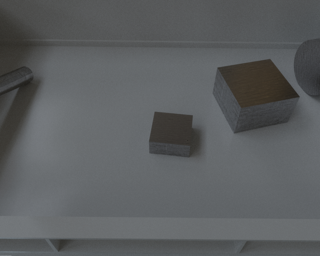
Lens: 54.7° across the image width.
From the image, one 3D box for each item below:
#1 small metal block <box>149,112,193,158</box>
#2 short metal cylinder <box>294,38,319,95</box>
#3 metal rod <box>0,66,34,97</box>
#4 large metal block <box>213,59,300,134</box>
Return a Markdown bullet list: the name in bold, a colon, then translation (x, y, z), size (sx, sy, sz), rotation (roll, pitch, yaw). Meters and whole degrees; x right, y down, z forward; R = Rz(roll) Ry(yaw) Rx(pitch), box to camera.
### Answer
- **small metal block**: translation (0.015, 0.008, 0.399), size (0.050, 0.025, 0.050), rotation (6, 50, 4)
- **short metal cylinder**: translation (0.242, -0.091, 0.449), size (0.050, 0.080, 0.080), rotation (-12, 51, -10)
- **metal rod**: translation (-0.243, -0.017, 0.343), size (0.025, 0.025, 0.301), rotation (13, 29, 10)
- **large metal block**: translation (0.128, -0.046, 0.429), size (0.081, 0.050, 0.080), rotation (-11, 51, -10)
